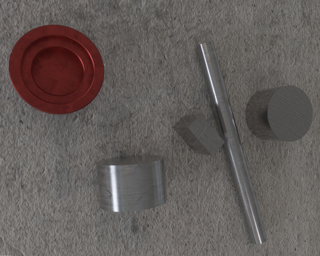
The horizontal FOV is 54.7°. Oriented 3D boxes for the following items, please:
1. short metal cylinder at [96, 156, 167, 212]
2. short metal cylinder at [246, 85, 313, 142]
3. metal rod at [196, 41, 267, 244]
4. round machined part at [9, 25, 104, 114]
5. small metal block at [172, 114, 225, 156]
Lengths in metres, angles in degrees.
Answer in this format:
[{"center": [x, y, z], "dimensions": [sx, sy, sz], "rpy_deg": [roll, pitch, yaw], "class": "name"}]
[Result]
[{"center": [-0.033, 0.063, 0.368], "dimensions": [0.081, 0.080, 0.050], "rpy_deg": [-5, 92, -20], "class": "short metal cylinder"}, {"center": [0.176, -0.021, 0.461], "dimensions": [0.081, 0.050, 0.079], "rpy_deg": [0, 90, -20], "class": "short metal cylinder"}, {"center": [0.105, 0.025, 0.447], "dimensions": [0.025, 0.025, 0.298], "rpy_deg": [-19, 97, -19], "class": "metal rod"}, {"center": [-0.117, -0.064, 0.357], "dimensions": [0.099, 0.042, 0.097], "rpy_deg": [0, 90, -20], "class": "round machined part"}, {"center": [0.050, 0.009, 0.414], "dimensions": [0.025, 0.050, 0.050], "rpy_deg": [-46, 104, -14], "class": "small metal block"}]
